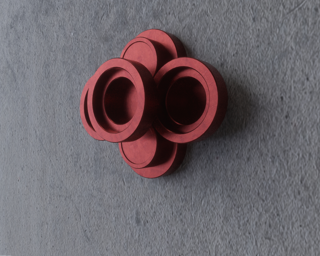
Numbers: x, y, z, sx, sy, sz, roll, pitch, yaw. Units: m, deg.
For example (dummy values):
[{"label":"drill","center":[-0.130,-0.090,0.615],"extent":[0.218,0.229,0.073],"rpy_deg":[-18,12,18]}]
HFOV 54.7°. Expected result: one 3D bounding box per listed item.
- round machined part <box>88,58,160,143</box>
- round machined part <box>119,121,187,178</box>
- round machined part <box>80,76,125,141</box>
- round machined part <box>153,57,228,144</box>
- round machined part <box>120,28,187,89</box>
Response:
[{"label":"round machined part","center":[-0.039,-0.032,0.371],"extent":[0.098,0.042,0.097],"rpy_deg":[0,91,39]},{"label":"round machined part","center":[-0.016,0.018,0.407],"extent":[0.098,0.042,0.097],"rpy_deg":[0,90,39]},{"label":"round machined part","center":[-0.069,-0.031,0.450],"extent":[0.098,0.042,0.097],"rpy_deg":[0,90,39]},{"label":"round machined part","center":[0.036,-0.031,0.364],"extent":[0.098,0.042,0.097],"rpy_deg":[0,90,39]},{"label":"round machined part","center":[-0.016,-0.081,0.406],"extent":[0.098,0.042,0.097],"rpy_deg":[0,90,39]}]
